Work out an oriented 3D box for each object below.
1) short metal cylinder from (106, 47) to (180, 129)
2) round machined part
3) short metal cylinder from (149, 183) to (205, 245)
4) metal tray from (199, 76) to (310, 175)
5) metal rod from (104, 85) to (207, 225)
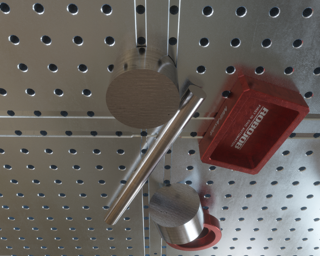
[{"bbox_3d":[-0.019,-0.045,0.356,0.081,0.050,0.079,0,130,0],"label":"short metal cylinder"},{"bbox_3d":[0.057,0.175,0.549,0.099,0.042,0.097,-1,132,-1],"label":"round machined part"},{"bbox_3d":[0.027,0.135,0.491,0.080,0.080,0.050,-10,129,8],"label":"short metal cylinder"},{"bbox_3d":[0.118,0.003,0.411,0.091,0.030,0.129,15,129,-13],"label":"metal tray"},{"bbox_3d":[-0.021,0.058,0.460,0.025,0.025,0.298,21,127,-17],"label":"metal rod"}]
